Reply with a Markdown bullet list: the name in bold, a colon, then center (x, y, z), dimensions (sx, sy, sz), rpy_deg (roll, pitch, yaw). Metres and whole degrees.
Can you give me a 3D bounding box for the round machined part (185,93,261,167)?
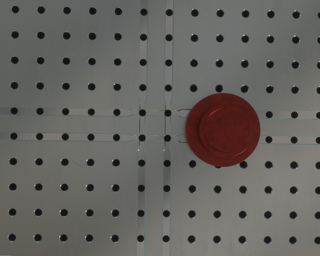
- **round machined part**: center (0.083, 0.003, 0.406), dimensions (0.099, 0.042, 0.097), rpy_deg (0, 90, -1)
